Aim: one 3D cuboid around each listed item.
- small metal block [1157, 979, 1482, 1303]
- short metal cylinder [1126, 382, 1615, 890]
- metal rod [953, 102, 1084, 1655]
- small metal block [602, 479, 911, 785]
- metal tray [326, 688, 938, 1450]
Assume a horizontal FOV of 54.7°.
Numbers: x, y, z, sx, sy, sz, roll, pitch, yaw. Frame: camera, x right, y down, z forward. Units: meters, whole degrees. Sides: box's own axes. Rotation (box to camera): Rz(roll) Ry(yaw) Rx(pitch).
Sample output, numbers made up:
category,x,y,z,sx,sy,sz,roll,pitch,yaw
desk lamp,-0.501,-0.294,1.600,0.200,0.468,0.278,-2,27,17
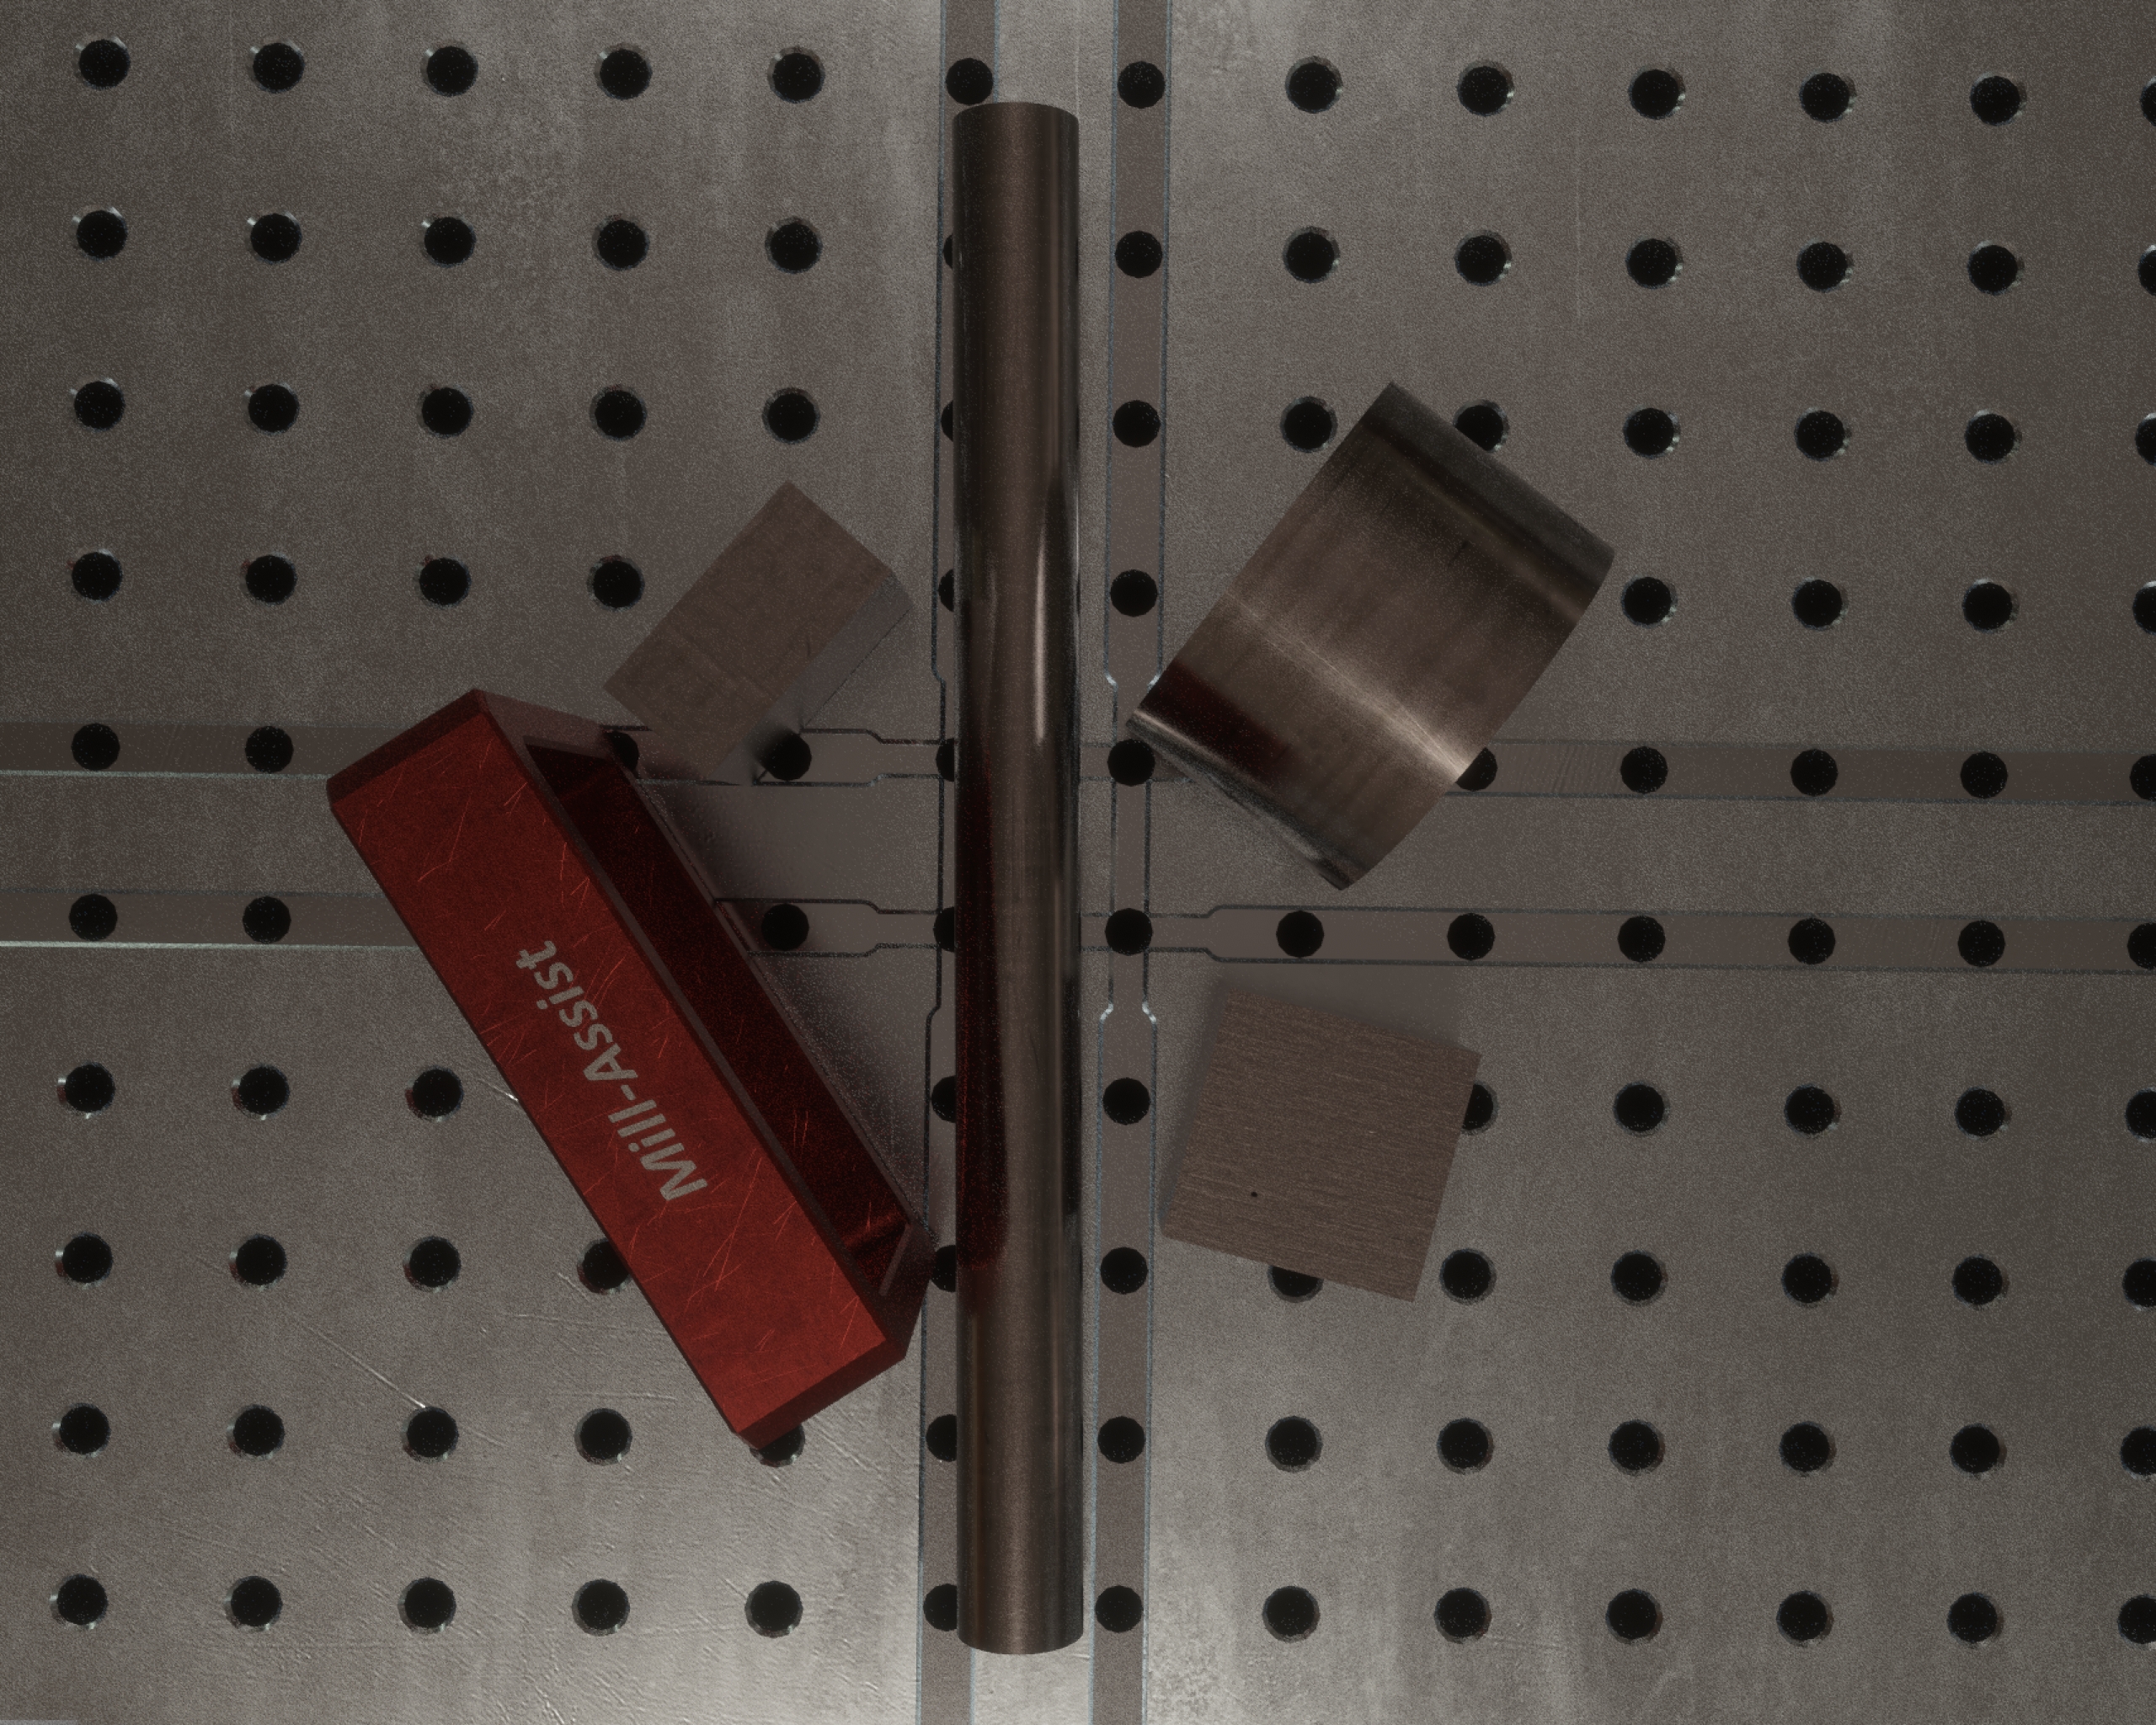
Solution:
category,x,y,z,sx,sy,sz,roll,pitch,yaw
small metal block,0.047,0.054,0.415,0.050,0.025,0.050,15,90,-1
short metal cylinder,0.053,-0.041,0.386,0.050,0.080,0.080,38,90,-1
metal rod,-0.012,0.003,0.413,0.025,0.025,0.298,0,90,-1
small metal block,-0.059,-0.042,0.399,0.025,0.050,0.050,41,90,-1
metal tray,-0.075,0.033,0.379,0.030,0.090,0.130,-33,90,0
